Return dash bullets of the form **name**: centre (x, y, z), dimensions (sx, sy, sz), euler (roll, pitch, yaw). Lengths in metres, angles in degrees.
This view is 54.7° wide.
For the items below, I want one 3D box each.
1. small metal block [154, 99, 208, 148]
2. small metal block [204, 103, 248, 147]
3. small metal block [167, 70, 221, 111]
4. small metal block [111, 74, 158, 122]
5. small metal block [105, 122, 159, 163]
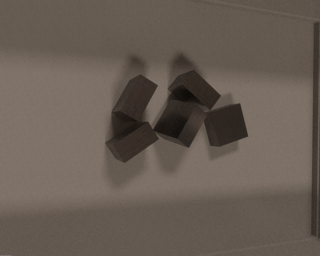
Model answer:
- **small metal block**: centre (0.026, -0.007, 0.405), dimensions (0.025, 0.050, 0.050), euler (39, 77, -38)
- **small metal block**: centre (0.094, -0.005, 0.447), dimensions (0.050, 0.025, 0.050), euler (-17, 96, -20)
- **small metal block**: centre (0.045, -0.048, 0.415), dimensions (0.050, 0.050, 0.025), euler (41, 77, -16)
- **small metal block**: centre (-0.033, -0.036, 0.386), dimensions (0.025, 0.050, 0.050), euler (31, 80, -18)
- **small metal block**: centre (-0.036, 0.016, 0.385), dimensions (0.050, 0.050, 0.025), euler (-35, 102, -17)
